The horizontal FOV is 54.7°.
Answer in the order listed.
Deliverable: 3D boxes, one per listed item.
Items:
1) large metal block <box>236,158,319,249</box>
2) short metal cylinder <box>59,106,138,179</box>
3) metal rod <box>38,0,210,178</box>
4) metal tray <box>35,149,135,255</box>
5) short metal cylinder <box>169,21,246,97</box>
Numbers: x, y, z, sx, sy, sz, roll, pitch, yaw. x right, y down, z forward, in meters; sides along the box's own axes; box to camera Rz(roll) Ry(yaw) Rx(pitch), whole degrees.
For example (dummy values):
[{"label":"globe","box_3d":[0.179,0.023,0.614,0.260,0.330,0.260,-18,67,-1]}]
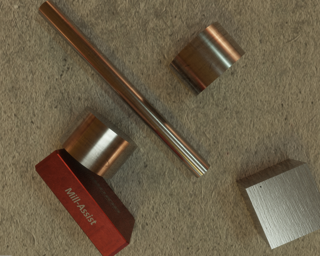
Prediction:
[{"label":"large metal block","box_3d":[0.156,0.094,0.399,0.080,0.050,0.080,-23,90,0]},{"label":"short metal cylinder","box_3d":[-0.074,0.018,0.382,0.080,0.080,0.050,39,90,0]},{"label":"metal rod","box_3d":[-0.046,-0.050,0.409,0.025,0.025,0.300,-44,90,0]},{"label":"metal tray","box_3d":[-0.085,0.083,0.376,0.030,0.090,0.130,-38,90,0]},{"label":"short metal cylinder","box_3d":[0.058,-0.084,0.383,0.080,0.080,0.050,-42,90,0]}]
